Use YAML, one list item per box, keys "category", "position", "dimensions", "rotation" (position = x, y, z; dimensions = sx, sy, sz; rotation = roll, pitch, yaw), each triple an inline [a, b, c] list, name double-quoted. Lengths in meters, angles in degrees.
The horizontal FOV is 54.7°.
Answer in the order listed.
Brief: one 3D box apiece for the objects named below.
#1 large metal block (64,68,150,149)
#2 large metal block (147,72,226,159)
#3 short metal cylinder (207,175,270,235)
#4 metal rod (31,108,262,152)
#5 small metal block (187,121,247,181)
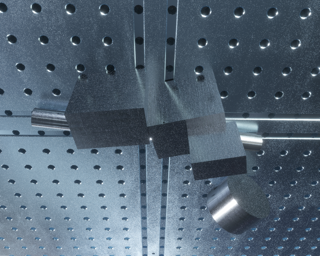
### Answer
- category: "large metal block"
  position: [-0.054, -0.024, 0.354]
  dimensions: [0.080, 0.080, 0.050]
  rotation: [-4, 130, 3]
- category: "large metal block"
  position: [0.031, -0.016, 0.363]
  dimensions: [0.080, 0.080, 0.050]
  rotation: [-11, 130, 8]
- category: "short metal cylinder"
  position: [0.120, 0.114, 0.475]
  dimensions: [0.080, 0.080, 0.050]
  rotation: [25, 126, -20]
- category: "metal rod"
  position: [-0.012, 0.003, 0.414]
  dimensions: [0.302, 0.025, 0.025]
  rotation: [7, 130, -7]
- category: "small metal block"
  position: [0.056, 0.022, 0.310]
  dimensions: [0.050, 0.050, 0.025]
  rotation: [-9, 130, 7]
